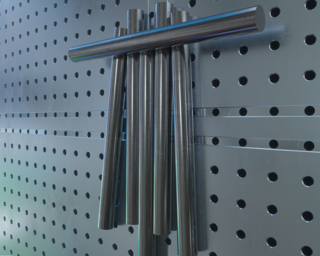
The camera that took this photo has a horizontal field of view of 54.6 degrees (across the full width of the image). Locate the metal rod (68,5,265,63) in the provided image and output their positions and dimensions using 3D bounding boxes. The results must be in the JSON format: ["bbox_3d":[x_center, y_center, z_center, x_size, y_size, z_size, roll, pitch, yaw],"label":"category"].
[{"bbox_3d":[-0.019,-0.110,0.393,0.300,0.025,0.025,3,92,40],"label":"metal rod"}]

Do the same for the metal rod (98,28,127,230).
[{"bbox_3d":[-0.069,0.004,0.466,0.025,0.025,0.298,9,96,40],"label":"metal rod"}]

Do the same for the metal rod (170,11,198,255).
[{"bbox_3d":[0.030,0.006,0.386,0.025,0.025,0.298,-3,88,40],"label":"metal rod"}]

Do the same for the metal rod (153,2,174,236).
[{"bbox_3d":[0.004,-0.011,0.408,0.025,0.025,0.298,1,91,40],"label":"metal rod"}]

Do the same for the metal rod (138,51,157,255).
[{"bbox_3d":[-0.017,0.041,0.424,0.025,0.025,0.298,1,91,40],"label":"metal rod"}]

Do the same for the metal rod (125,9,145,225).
[{"bbox_3d":[-0.035,-0.015,0.440,0.025,0.025,0.298,1,91,40],"label":"metal rod"}]
